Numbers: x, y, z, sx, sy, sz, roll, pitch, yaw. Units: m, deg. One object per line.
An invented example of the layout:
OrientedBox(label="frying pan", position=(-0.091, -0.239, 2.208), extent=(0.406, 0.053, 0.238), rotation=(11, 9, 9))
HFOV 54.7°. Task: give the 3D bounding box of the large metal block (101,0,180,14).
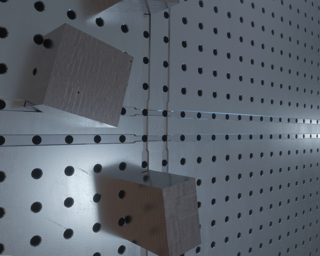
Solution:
OrientedBox(label="large metal block", position=(-0.028, -0.186, 0.371), extent=(0.081, 0.050, 0.079), rotation=(-14, 99, -39))

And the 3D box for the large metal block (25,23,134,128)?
OrientedBox(label="large metal block", position=(-0.082, -0.049, 0.325), extent=(0.080, 0.050, 0.080), rotation=(19, 78, -39))

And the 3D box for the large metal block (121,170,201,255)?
OrientedBox(label="large metal block", position=(0.000, 0.100, 0.375), extent=(0.050, 0.080, 0.079), rotation=(-10, 97, -40))
